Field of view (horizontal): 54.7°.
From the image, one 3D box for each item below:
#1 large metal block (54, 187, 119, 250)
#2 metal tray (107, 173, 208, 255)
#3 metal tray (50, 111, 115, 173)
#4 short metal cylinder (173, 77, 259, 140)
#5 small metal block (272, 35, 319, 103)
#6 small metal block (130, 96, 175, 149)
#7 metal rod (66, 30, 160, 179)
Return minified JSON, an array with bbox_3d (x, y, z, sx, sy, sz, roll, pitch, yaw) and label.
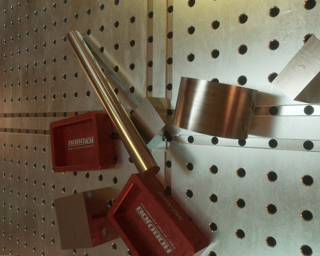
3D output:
[{"bbox_3d":[-0.118,0.143,0.491,0.080,0.050,0.080,-21,77,38],"label":"large metal block"},{"bbox_3d":[-0.009,0.133,0.413,0.130,0.030,0.089,46,118,30],"label":"metal tray"},{"bbox_3d":[-0.133,0.026,0.515,0.130,0.030,0.089,-10,84,39],"label":"metal tray"},{"bbox_3d":[0.057,-0.022,0.326,0.080,0.081,0.050,17,101,38],"label":"short metal cylinder"},{"bbox_3d":[0.136,-0.051,0.280,0.025,0.050,0.050,50,120,28],"label":"small metal block"},{"bbox_3d":[-0.012,-0.007,0.420,0.050,0.025,0.050,-48,62,29],"label":"small metal block"},{"bbox_3d":[-0.080,-0.052,0.451,0.025,0.025,0.300,-53,52,27],"label":"metal rod"}]
